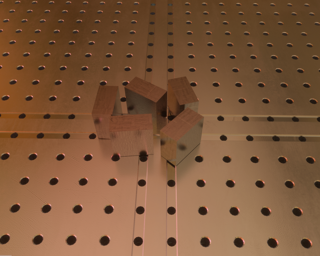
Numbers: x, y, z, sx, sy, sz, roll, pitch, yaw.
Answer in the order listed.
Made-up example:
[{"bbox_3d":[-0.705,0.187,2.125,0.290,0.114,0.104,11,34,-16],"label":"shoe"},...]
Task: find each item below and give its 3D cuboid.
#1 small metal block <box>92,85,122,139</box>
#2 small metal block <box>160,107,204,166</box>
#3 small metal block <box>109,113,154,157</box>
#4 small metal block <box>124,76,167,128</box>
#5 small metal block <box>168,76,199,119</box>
[{"bbox_3d":[-0.068,-0.020,0.408,0.025,0.050,0.050,3,51,3],"label":"small metal block"},{"bbox_3d":[0.027,0.011,0.382,0.025,0.050,0.050,34,58,26],"label":"small metal block"},{"bbox_3d":[-0.034,0.010,0.383,0.050,0.050,0.025,-4,50,-3],"label":"small metal block"},{"bbox_3d":[-0.018,-0.035,0.421,0.050,0.050,0.025,27,56,20],"label":"small metal block"},{"bbox_3d":[0.030,-0.033,0.419,0.025,0.050,0.050,-12,50,-10],"label":"small metal block"}]
